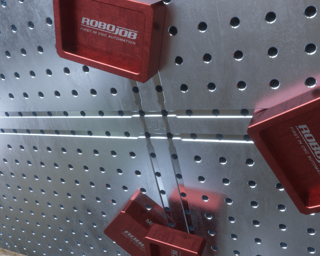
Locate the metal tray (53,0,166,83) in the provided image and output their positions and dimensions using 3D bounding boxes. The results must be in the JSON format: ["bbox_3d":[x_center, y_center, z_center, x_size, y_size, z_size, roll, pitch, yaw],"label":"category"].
[{"bbox_3d":[-0.063,-0.115,0.368,0.130,0.030,0.089,19,126,16],"label":"metal tray"}]

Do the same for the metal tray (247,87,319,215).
[{"bbox_3d":[0.168,0.029,0.337,0.090,0.030,0.130,-28,104,37],"label":"metal tray"}]

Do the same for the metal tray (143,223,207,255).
[{"bbox_3d":[0.026,0.216,0.487,0.090,0.030,0.129,9,122,22],"label":"metal tray"}]

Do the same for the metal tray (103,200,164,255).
[{"bbox_3d":[-0.026,0.194,0.540,0.130,0.030,0.089,39,129,1],"label":"metal tray"}]
